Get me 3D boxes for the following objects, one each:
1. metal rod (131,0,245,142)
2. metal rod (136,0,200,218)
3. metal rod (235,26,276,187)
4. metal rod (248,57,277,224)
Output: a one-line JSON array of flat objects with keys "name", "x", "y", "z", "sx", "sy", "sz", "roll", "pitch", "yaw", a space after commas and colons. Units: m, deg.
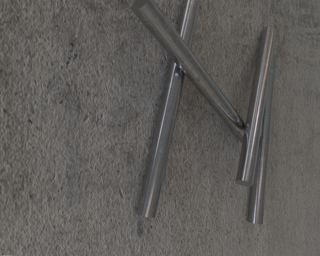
[{"name": "metal rod", "x": 0.063, "y": -0.059, "z": 0.430, "sx": 0.300, "sy": 0.025, "sz": 0.025, "roll": 42, "pitch": 65, "yaw": -41}, {"name": "metal rod", "x": 0.013, "y": -0.034, "z": 0.415, "sx": 0.025, "sy": 0.025, "sz": 0.299, "roll": 20, "pitch": 77, "yaw": -38}, {"name": "metal rod", "x": 0.162, "y": -0.050, "z": 0.511, "sx": 0.025, "sy": 0.025, "sz": 0.300, "roll": 36, "pitch": 59, "yaw": -34}, {"name": "metal rod", "x": 0.186, "y": 0.019, "z": 0.559, "sx": 0.025, "sy": 0.025, "sz": 0.298, "roll": 12, "pitch": 83, "yaw": -40}]
